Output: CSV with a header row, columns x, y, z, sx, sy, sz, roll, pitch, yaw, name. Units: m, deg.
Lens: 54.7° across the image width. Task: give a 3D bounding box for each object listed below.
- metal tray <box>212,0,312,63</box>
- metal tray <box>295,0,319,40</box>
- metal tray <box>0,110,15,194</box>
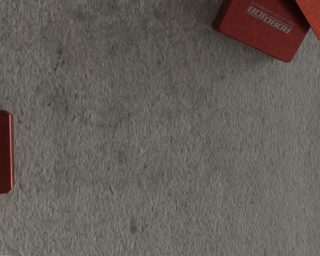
x,y,z,sx,sy,sz,roll,pitch,yaw,name
0.152,-0.160,0.446,0.131,0.030,0.089,18,108,-20,metal tray
0.228,-0.204,0.452,0.090,0.030,0.130,38,51,-32,metal tray
-0.226,0.027,0.323,0.131,0.030,0.089,-2,91,-21,metal tray
